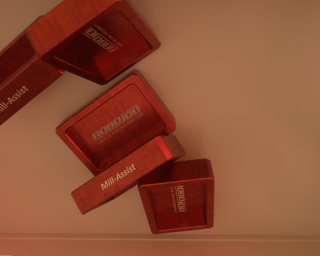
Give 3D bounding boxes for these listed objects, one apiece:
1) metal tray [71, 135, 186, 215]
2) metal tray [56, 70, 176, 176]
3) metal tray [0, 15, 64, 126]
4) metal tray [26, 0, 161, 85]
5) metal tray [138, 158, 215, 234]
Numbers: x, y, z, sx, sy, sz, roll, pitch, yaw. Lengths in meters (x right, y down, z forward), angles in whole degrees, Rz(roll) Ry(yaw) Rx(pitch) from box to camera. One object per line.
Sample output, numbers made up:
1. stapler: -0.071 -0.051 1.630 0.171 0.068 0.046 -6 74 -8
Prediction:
1. metal tray: -0.036 0.056 0.394 0.130 0.090 0.030 -34 80 12
2. metal tray: -0.056 -0.003 0.406 0.130 0.030 0.090 -34 107 11
3. metal tray: -0.166 -0.058 0.349 0.130 0.090 0.030 -35 135 14
4. metal tray: -0.058 -0.091 0.321 0.090 0.130 0.030 -32 80 11
5. metal tray: 0.025 0.096 0.415 0.091 0.030 0.129 -7 136 2
